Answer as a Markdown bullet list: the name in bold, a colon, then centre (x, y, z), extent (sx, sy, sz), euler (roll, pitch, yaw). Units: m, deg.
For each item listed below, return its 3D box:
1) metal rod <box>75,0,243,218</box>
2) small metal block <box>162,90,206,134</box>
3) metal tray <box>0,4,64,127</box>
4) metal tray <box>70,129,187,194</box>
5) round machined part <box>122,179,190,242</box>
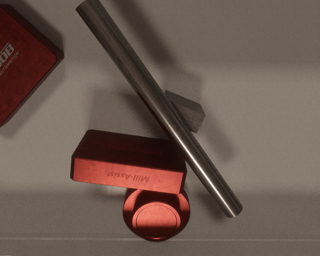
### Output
- **metal rod**: centre (0.010, -0.010, 0.354), extent (0.025, 0.025, 0.299), euler (-33, 107, 11)
- **small metal block**: centre (0.026, -0.022, 0.390), extent (0.050, 0.050, 0.025), euler (22, 109, -8)
- **metal tray**: centre (-0.195, -0.072, 0.379), extent (0.090, 0.030, 0.130), euler (43, 104, -15)
- **metal tray**: centre (-0.036, 0.039, 0.390), extent (0.131, 0.090, 0.030), euler (8, 110, -4)
- **round machined part**: centre (-0.005, 0.124, 0.448), extent (0.099, 0.042, 0.097), euler (0, 110, -1)
